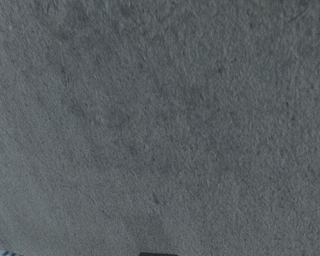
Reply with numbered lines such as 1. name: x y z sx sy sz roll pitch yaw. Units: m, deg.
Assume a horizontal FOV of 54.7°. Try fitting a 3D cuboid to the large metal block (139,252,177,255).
1. large metal block: 0.001 0.275 0.558 0.080 0.050 0.080 -11 113 32
